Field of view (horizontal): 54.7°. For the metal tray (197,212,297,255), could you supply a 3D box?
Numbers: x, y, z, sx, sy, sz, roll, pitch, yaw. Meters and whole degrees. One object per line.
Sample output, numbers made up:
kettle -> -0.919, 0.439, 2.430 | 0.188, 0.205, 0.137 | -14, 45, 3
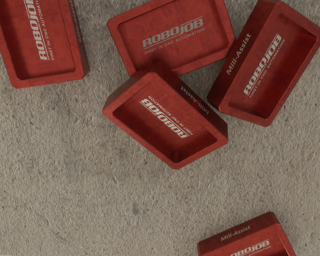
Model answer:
metal tray -> 0.135, 0.195, 0.480 | 0.130, 0.030, 0.090 | -27, 108, 9

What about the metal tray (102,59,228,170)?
metal tray -> 0.008, -0.010, 0.376 | 0.130, 0.030, 0.090 | 40, 126, -24

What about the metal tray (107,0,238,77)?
metal tray -> 0.016, -0.109, 0.366 | 0.130, 0.030, 0.090 | -21, 109, 7

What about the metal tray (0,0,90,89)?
metal tray -> -0.143, -0.117, 0.362 | 0.091, 0.030, 0.129 | -9, 110, 3

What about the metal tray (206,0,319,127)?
metal tray -> 0.123, -0.071, 0.363 | 0.091, 0.030, 0.129 | 15, 111, -31
